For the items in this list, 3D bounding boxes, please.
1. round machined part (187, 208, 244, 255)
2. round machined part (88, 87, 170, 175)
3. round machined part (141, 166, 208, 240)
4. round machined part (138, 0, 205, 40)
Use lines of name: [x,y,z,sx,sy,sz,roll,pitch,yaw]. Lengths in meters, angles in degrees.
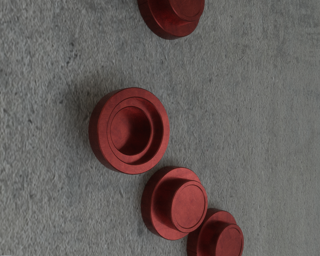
round machined part: [0.090,0.175,0.469,0.099,0.042,0.097,0,90,-40]
round machined part: [-0.039,0.003,0.361,0.099,0.042,0.097,0,90,-40]
round machined part: [0.026,0.101,0.416,0.099,0.042,0.097,0,90,-40]
round machined part: [0.021,-0.171,0.411,0.099,0.042,0.097,0,90,-40]
